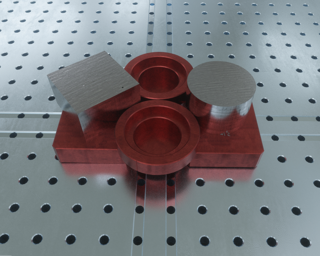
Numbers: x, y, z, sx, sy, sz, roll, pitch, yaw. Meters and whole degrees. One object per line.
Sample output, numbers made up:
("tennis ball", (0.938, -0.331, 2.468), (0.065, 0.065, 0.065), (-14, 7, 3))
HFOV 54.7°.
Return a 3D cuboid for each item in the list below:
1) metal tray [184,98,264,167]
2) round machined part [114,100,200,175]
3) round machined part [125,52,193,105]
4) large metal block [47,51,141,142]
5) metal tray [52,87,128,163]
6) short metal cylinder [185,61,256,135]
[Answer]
("metal tray", (0.078, -0.011, 0.411), (0.091, 0.030, 0.130), (1, 50, 0))
("round machined part", (-0.003, 0.015, 0.372), (0.099, 0.042, 0.098), (0, 50, 0))
("round machined part", (-0.001, -0.061, 0.435), (0.099, 0.042, 0.098), (0, 50, 0))
("large metal block", (-0.080, -0.042, 0.387), (0.081, 0.050, 0.080), (-30, 56, -23))
("metal tray", (-0.082, -0.015, 0.416), (0.091, 0.030, 0.130), (1, 50, -1))
("short metal cylinder", (0.072, -0.038, 0.384), (0.081, 0.050, 0.080), (0, 50, 0))
